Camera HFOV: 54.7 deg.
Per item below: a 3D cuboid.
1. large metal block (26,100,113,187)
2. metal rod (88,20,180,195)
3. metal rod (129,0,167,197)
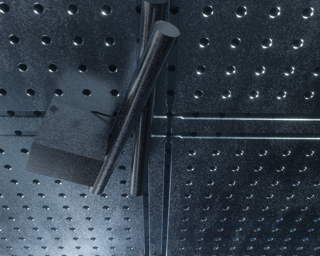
[{"bbox_3d":[-0.111,0.019,0.390,0.081,0.080,0.050,17,128,-15],"label":"large metal block"},{"bbox_3d":[-0.047,0.002,0.389,0.025,0.025,0.298,16,135,-14],"label":"metal rod"},{"bbox_3d":[-0.021,-0.013,0.399,0.025,0.025,0.298,4,130,-4],"label":"metal rod"}]
